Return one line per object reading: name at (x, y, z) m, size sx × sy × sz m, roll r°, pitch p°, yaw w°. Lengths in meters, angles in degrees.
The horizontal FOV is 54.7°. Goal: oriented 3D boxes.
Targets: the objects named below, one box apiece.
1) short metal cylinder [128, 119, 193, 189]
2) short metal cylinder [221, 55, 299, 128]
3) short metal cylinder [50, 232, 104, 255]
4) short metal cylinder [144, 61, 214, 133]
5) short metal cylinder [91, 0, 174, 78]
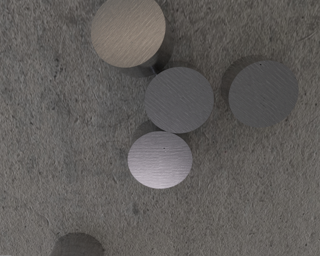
short metal cylinder at (0.000, 0.032, 0.408) m, size 0.081 × 0.050 × 0.079 m, roll 0°, pitch 111°, yaw 0°
short metal cylinder at (0.119, -0.046, 0.380) m, size 0.081 × 0.050 × 0.079 m, roll 0°, pitch 110°, yaw 0°
short metal cylinder at (-0.130, 0.208, 0.472) m, size 0.081 × 0.050 × 0.079 m, roll 0°, pitch 110°, yaw 0°
short metal cylinder at (0.022, -0.039, 0.382) m, size 0.081 × 0.050 × 0.079 m, roll 0°, pitch 110°, yaw 0°
short metal cylinder at (-0.028, -0.100, 0.343) m, size 0.080 × 0.050 × 0.080 m, roll -1°, pitch 87°, yaw 12°
